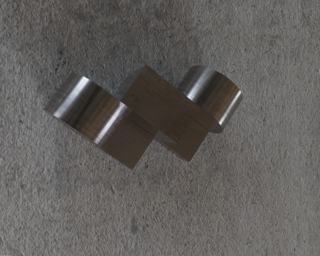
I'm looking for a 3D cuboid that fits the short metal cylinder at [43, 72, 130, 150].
[{"bbox_3d":[-0.082,-0.018,0.351,0.080,0.080,0.050,37,78,-17],"label":"short metal cylinder"}]

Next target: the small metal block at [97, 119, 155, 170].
[{"bbox_3d":[-0.044,0.018,0.395,0.050,0.025,0.050,37,78,-17],"label":"small metal block"}]

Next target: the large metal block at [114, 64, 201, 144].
[{"bbox_3d":[-0.011,-0.026,0.378,0.080,0.080,0.050,37,78,-17],"label":"large metal block"}]

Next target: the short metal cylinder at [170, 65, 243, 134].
[{"bbox_3d":[0.059,-0.036,0.403,0.080,0.080,0.050,37,78,-17],"label":"short metal cylinder"}]

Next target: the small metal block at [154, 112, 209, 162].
[{"bbox_3d":[0.030,0.011,0.422,0.050,0.025,0.050,37,78,-17],"label":"small metal block"}]
